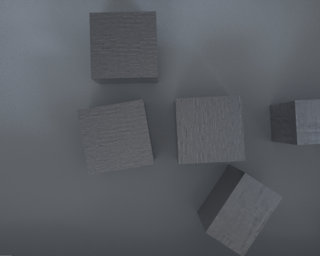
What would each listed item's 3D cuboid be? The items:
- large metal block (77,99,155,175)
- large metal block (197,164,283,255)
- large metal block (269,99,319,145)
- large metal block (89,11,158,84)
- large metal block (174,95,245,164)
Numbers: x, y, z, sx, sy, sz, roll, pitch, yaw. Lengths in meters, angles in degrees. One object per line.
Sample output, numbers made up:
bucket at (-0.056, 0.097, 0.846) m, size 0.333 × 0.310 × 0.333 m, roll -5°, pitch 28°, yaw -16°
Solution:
large metal block at (-0.053, 0.011, 0.398) m, size 0.080 × 0.050 × 0.080 m, roll -10°, pitch 90°, yaw 0°
large metal block at (0.094, 0.096, 0.385) m, size 0.050 × 0.080 × 0.080 m, roll 33°, pitch 90°, yaw 0°
large metal block at (0.192, -0.008, 0.385) m, size 0.080 × 0.080 × 0.050 m, roll -3°, pitch 90°, yaw 0°
large metal block at (-0.044, -0.100, 0.398) m, size 0.081 × 0.050 × 0.080 m, roll -2°, pitch 90°, yaw 0°
large metal block at (0.061, 0.002, 0.399) m, size 0.081 × 0.050 × 0.080 m, roll -3°, pitch 90°, yaw 0°
